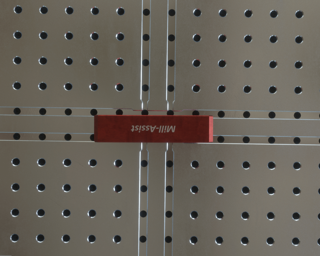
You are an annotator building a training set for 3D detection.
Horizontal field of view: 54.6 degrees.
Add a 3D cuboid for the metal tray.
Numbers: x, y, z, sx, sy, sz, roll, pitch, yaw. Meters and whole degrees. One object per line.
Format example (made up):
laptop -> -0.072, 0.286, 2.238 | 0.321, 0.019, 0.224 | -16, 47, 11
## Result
metal tray -> -0.007, 0.001, 0.380 | 0.131, 0.090, 0.030 | 0, 90, 0
